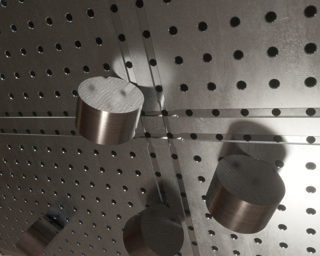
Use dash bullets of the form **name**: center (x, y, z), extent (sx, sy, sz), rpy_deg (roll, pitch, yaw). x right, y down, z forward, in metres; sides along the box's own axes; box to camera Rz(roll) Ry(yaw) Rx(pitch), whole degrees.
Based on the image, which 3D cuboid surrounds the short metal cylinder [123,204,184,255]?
- **short metal cylinder**: center (-0.010, 0.165, 0.482), extent (0.080, 0.080, 0.050), rpy_deg (46, 129, -4)

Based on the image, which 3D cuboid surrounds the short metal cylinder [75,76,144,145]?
- **short metal cylinder**: center (-0.065, -0.023, 0.394), extent (0.080, 0.080, 0.050), rpy_deg (26, 127, 12)

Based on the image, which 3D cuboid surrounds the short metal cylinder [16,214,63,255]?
- **short metal cylinder**: center (-0.250, 0.229, 0.646), extent (0.050, 0.080, 0.080), rpy_deg (38, 129, 2)

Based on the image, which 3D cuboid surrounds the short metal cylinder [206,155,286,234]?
- **short metal cylinder**: center (0.100, 0.077, 0.370), extent (0.080, 0.080, 0.050), rpy_deg (22, 127, 14)
